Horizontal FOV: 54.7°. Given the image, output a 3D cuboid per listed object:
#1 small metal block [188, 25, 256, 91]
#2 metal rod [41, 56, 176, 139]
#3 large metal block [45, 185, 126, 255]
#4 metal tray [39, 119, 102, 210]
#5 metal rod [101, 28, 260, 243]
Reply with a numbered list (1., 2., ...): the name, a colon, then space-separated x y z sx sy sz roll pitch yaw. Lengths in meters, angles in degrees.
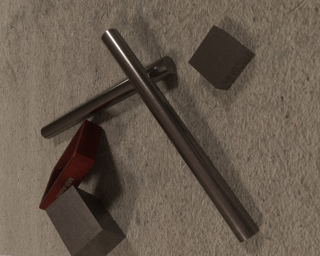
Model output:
1. small metal block: 0.068 -0.078 0.348 0.050 0.025 0.050 50 119 28
2. metal rod: -0.098 -0.036 0.483 0.299 0.025 0.025 -22 76 37
3. large metal block: -0.104 0.137 0.443 0.050 0.080 0.080 -42 60 -5
4. metal tray: -0.138 0.060 0.480 0.129 0.030 0.090 -51 23 27
5. metal rod: 0.014 -0.005 0.369 0.025 0.025 0.299 -45 70 31
